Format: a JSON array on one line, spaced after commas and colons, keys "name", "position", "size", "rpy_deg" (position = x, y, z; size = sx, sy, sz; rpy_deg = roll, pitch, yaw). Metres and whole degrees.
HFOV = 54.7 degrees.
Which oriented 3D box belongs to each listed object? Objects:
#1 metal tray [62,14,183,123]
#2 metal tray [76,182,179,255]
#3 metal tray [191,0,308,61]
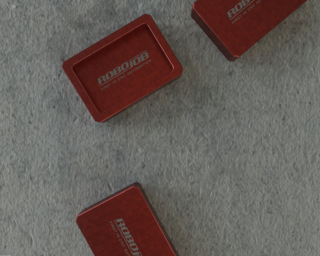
[{"name": "metal tray", "position": [-0.047, -0.076, 0.406], "size": [0.130, 0.030, 0.090], "rpy_deg": [-31, 90, -1]}, {"name": "metal tray", "position": [-0.039, 0.149, 0.407], "size": [0.090, 0.030, 0.130], "rpy_deg": [-28, 90, -1]}, {"name": "metal tray", "position": [0.118, -0.163, 0.409], "size": [0.130, 0.030, 0.090], "rpy_deg": [-40, 91, -1]}]
